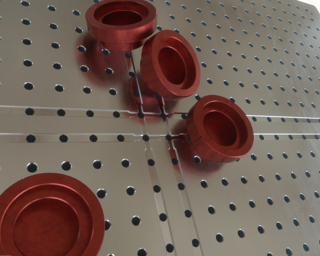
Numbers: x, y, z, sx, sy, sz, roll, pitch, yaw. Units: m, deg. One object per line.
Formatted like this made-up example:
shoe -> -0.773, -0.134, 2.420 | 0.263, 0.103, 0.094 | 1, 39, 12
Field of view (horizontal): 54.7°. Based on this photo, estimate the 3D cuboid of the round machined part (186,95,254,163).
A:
round machined part -> 0.080, 0.005, 0.439 | 0.099, 0.042, 0.098 | 14, 56, -21

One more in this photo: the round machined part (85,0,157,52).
round machined part -> -0.053, -0.145, 0.442 | 0.099, 0.042, 0.098 | 0, 46, 0

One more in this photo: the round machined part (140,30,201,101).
round machined part -> 0.011, -0.086, 0.443 | 0.099, 0.042, 0.098 | 15, 68, -41

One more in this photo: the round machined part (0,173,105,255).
round machined part -> -0.104, 0.094, 0.284 | 0.099, 0.042, 0.098 | 14, 56, -21
